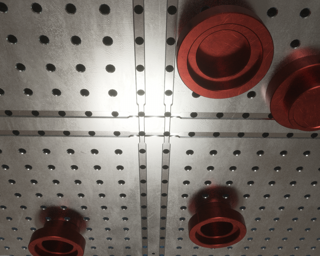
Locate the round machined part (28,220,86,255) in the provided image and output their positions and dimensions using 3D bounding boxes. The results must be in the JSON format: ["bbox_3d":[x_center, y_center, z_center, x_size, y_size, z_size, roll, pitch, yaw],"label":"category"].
[{"bbox_3d":[-0.188,0.209,0.576,0.099,0.042,0.097,-1,130,0],"label":"round machined part"}]

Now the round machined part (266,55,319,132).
[{"bbox_3d":[0.183,-0.034,0.374,0.099,0.042,0.097,-1,130,0],"label":"round machined part"}]

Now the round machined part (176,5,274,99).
[{"bbox_3d":[0.066,-0.083,0.331,0.099,0.042,0.097,-1,130,0],"label":"round machined part"}]

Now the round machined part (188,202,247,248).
[{"bbox_3d":[0.098,0.167,0.545,0.099,0.042,0.097,-1,130,0],"label":"round machined part"}]
